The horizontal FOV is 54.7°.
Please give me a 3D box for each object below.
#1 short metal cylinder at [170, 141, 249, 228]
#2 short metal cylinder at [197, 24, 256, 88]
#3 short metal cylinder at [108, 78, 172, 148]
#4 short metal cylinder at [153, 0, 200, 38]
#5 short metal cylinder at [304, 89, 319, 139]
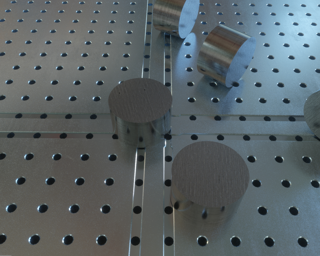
[{"bbox_3d":[0.052,0.061,0.341,0.081,0.050,0.080,0,50,0],"label":"short metal cylinder"},{"bbox_3d":[0.100,-0.108,0.464,0.050,0.080,0.080,34,57,24],"label":"short metal cylinder"},{"bbox_3d":[-0.025,-0.021,0.409,0.081,0.050,0.080,0,50,0],"label":"short metal cylinder"},{"bbox_3d":[0.029,-0.204,0.544,0.050,0.080,0.080,24,54,18],"label":"short metal cylinder"},{"bbox_3d":[0.235,-0.022,0.394,0.050,0.080,0.080,-30,57,-23],"label":"short metal cylinder"}]
